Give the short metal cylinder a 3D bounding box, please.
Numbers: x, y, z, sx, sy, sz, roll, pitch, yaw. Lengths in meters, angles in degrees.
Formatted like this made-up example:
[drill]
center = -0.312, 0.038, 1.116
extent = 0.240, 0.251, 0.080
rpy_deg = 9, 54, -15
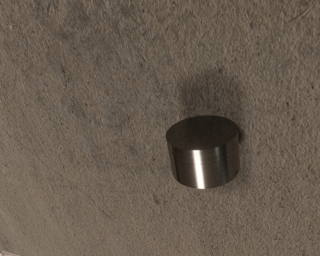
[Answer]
[short metal cylinder]
center = 0.050, 0.025, 0.359
extent = 0.080, 0.080, 0.050
rpy_deg = 4, 120, 26
